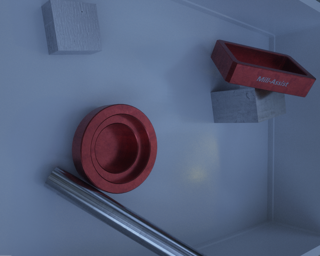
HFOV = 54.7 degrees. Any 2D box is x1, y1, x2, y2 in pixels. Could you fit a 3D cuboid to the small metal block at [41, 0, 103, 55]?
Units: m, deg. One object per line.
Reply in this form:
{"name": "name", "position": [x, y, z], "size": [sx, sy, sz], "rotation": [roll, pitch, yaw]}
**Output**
{"name": "small metal block", "position": [-0.093, -0.105, 0.330], "size": [0.050, 0.025, 0.050], "rotation": [-12, 98, -40]}

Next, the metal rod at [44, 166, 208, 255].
{"name": "metal rod", "position": [0.016, 0.129, 0.325], "size": [0.301, 0.025, 0.025], "rotation": [32, 67, -3]}

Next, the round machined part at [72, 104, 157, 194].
{"name": "round machined part", "position": [-0.054, 0.022, 0.352], "size": [0.099, 0.042, 0.097], "rotation": [0, 90, -40]}

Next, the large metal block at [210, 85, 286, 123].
{"name": "large metal block", "position": [0.140, -0.040, 0.491], "size": [0.081, 0.080, 0.050], "rotation": [-15, 100, -39]}

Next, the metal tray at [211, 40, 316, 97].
{"name": "metal tray", "position": [0.150, -0.090, 0.462], "size": [0.131, 0.090, 0.030], "rotation": [8, 124, -14]}
